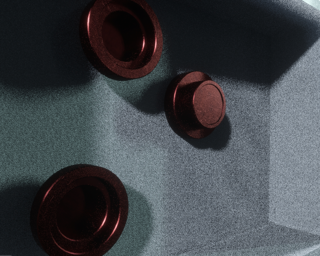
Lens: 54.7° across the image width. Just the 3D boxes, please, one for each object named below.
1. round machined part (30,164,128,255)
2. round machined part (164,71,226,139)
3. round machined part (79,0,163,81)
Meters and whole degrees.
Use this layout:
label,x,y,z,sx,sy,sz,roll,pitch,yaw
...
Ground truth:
label,x,y,z,sx,sy,sz,roll,pitch,yaw
round machined part,-0.085,0.086,0.324,0.099,0.042,0.097,0,90,-40
round machined part,0.057,-0.033,0.443,0.099,0.042,0.097,0,90,-40
round machined part,-0.048,-0.102,0.355,0.099,0.042,0.097,0,90,-40
